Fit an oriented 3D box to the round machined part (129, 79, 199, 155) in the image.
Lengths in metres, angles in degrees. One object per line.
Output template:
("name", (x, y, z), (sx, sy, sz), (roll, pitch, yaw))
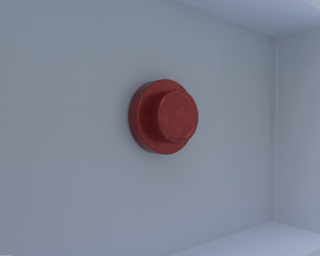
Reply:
("round machined part", (0.012, -0.014, 0.400), (0.099, 0.042, 0.097), (0, 90, -40))
